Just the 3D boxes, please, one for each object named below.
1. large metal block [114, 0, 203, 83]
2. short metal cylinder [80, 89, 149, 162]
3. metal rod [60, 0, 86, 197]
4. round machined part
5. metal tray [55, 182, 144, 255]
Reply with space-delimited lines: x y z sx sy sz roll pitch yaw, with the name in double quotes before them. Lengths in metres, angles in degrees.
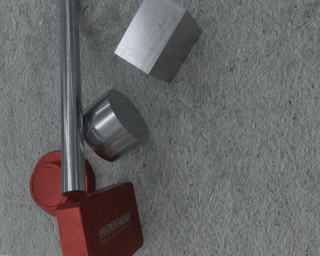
"large metal block" 0.002 -0.106 0.378 0.050 0.080 0.080 35 101 16
"short metal cylinder" -0.059 -0.003 0.399 0.050 0.080 0.080 -34 79 16
"metal rod" -0.112 -0.063 0.390 0.025 0.025 0.299 -19 62 18
"round machined part" -0.148 0.082 0.451 0.098 0.042 0.097 0 90 19
"metal tray" -0.066 0.121 0.375 0.030 0.130 0.089 -12 86 19
